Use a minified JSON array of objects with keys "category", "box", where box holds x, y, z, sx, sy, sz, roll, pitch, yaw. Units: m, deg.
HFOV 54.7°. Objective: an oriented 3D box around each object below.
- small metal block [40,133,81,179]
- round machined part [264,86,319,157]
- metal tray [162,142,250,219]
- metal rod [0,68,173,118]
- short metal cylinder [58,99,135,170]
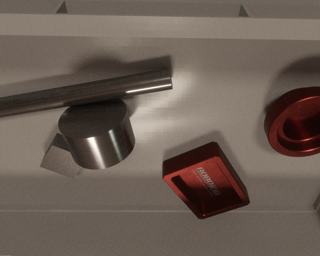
[{"category":"small metal block","box":[-0.135,0.041,0.442,0.050,0.025,0.050,26,125,-21]},{"category":"round machined part","box":[0.181,-0.012,0.391,0.099,0.042,0.097,-1,130,0]},{"category":"metal tray","box":[0.073,0.086,0.480,0.090,0.030,0.130,-24,127,19]},{"category":"metal rod","box":[-0.135,-0.035,0.377,0.302,0.025,0.025,-9,130,6]},{"category":"short metal cylinder","box":[-0.075,0.004,0.375,0.080,0.080,0.050,-7,130,5]}]
